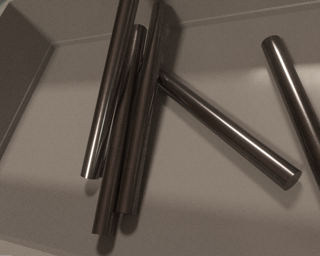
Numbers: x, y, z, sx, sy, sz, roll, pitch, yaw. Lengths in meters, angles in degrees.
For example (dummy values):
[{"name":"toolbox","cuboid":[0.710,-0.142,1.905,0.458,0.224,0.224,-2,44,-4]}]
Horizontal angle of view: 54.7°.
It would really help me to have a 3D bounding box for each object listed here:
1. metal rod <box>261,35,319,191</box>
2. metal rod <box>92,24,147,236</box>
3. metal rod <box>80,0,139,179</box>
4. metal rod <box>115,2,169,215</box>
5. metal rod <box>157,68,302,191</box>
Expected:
[{"name":"metal rod","cuboid":[0.157,0.015,0.314,0.025,0.025,0.299,-18,55,17]},{"name":"metal rod","cuboid":[-0.050,-0.013,0.418,0.025,0.025,0.299,-4,66,26]},{"name":"metal rod","cuboid":[-0.060,-0.080,0.409,0.025,0.025,0.298,15,93,34]},{"name":"metal rod","cuboid":[-0.019,-0.039,0.413,0.025,0.025,0.299,-2,69,27]},{"name":"metal rod","cuboid":[0.046,-0.029,0.398,0.025,0.025,0.300,-44,51,-3]}]
